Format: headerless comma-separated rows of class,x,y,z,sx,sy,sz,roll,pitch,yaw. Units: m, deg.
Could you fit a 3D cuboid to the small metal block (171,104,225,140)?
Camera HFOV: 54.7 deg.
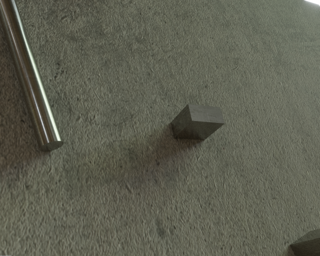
small metal block,0.050,-0.007,0.419,0.050,0.050,0.025,4,60,-26

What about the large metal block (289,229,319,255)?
large metal block,0.228,0.169,0.388,0.050,0.080,0.080,-13,69,-33

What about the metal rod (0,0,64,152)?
metal rod,-0.174,-0.110,0.376,0.025,0.025,0.299,-12,68,-33
